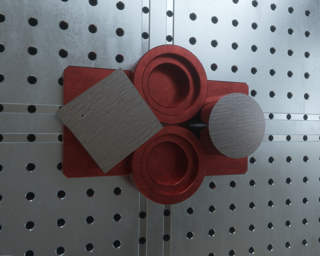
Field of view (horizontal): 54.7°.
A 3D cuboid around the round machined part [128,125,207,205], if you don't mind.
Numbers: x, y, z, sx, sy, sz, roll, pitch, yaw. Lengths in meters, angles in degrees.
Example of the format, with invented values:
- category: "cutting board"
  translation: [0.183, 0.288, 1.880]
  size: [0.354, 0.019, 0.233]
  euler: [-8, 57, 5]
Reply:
- category: "round machined part"
  translation: [0.006, 0.045, 0.396]
  size: [0.099, 0.042, 0.097]
  euler: [0, 90, -20]

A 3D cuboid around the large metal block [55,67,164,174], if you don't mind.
- category: "large metal block"
  translation: [-0.057, -0.009, 0.346]
  size: [0.080, 0.050, 0.080]
  euler: [-38, 103, -16]

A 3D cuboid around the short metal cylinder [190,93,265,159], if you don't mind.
- category: "short metal cylinder"
  translation: [0.086, -0.003, 0.398]
  size: [0.081, 0.050, 0.079]
  euler: [0, 90, -20]

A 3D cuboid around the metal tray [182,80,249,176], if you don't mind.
- category: "metal tray"
  translation: [0.078, 0.000, 0.436]
  size: [0.091, 0.030, 0.129]
  euler: [1, 90, -20]

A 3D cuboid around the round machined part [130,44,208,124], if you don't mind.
- category: "round machined part"
  translation: [0.008, -0.053, 0.397]
  size: [0.099, 0.042, 0.097]
  euler: [0, 90, -20]

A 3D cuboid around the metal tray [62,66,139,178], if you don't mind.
- category: "metal tray"
  translation: [-0.073, -0.007, 0.383]
  size: [0.091, 0.030, 0.129]
  euler: [1, 90, -21]
